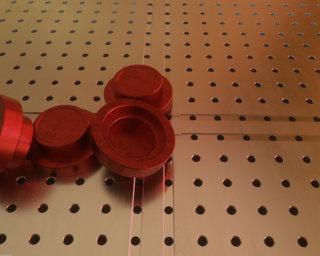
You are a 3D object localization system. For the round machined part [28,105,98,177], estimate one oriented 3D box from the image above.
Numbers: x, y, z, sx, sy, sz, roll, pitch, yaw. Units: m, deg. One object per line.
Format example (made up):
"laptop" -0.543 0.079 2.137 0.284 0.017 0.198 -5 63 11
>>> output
"round machined part" -0.120 0.009 0.388 0.099 0.042 0.098 0 50 0

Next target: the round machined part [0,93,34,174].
"round machined part" -0.186 0.012 0.362 0.098 0.042 0.098 -17 62 36

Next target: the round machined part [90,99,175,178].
"round machined part" -0.035 0.016 0.371 0.099 0.042 0.098 12 52 -15

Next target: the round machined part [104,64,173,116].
"round machined part" -0.031 -0.053 0.441 0.099 0.042 0.098 0 50 0
